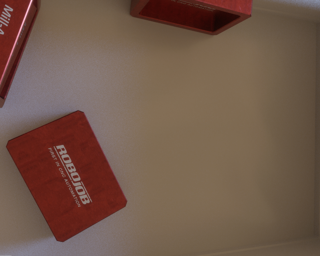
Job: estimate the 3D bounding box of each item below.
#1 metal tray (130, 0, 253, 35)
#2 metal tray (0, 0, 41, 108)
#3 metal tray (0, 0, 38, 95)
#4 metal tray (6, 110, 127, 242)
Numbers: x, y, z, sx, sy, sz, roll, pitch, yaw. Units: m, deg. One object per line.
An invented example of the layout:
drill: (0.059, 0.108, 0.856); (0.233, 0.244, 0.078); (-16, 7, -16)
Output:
metal tray: (0.037, -0.155, 0.389); (0.131, 0.090, 0.030); (6, 88, -20)
metal tray: (-0.158, -0.088, 0.316); (0.030, 0.090, 0.129); (20, 83, -21)
metal tray: (-0.195, -0.108, 0.326); (0.090, 0.030, 0.130); (20, 83, -8)
metal tray: (-0.107, 0.055, 0.368); (0.091, 0.030, 0.129); (-27, 99, -18)
